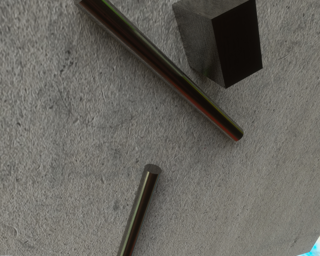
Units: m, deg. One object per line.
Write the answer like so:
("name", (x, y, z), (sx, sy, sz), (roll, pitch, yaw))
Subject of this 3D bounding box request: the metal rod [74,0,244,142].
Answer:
("metal rod", (0.023, -0.058, 0.384), (0.025, 0.025, 0.301), (-49, 129, 6))

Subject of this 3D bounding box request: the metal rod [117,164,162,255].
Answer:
("metal rod", (-0.051, 0.188, 0.496), (0.025, 0.025, 0.298), (3, 117, -30))

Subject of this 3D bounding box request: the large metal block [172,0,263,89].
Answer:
("large metal block", (0.064, -0.102, 0.344), (0.050, 0.080, 0.080), (-30, 129, -10))
